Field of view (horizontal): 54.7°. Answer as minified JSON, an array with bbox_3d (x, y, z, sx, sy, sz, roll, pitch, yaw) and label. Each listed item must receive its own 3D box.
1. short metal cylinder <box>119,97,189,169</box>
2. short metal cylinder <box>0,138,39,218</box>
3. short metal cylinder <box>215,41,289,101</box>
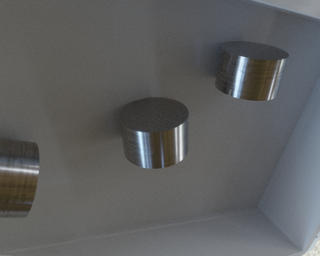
[{"bbox_3d":[-0.006,0.004,0.372,0.081,0.080,0.050,-16,125,-19],"label":"short metal cylinder"},{"bbox_3d":[-0.161,0.051,0.316,0.050,0.080,0.079,11,113,-33],"label":"short metal cylinder"},{"bbox_3d":[0.113,-0.074,0.389,0.081,0.080,0.050,-9,123,-24],"label":"short metal cylinder"}]
